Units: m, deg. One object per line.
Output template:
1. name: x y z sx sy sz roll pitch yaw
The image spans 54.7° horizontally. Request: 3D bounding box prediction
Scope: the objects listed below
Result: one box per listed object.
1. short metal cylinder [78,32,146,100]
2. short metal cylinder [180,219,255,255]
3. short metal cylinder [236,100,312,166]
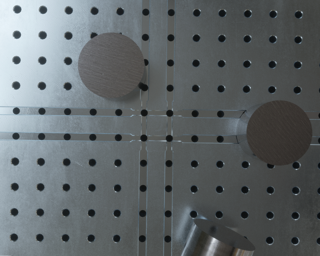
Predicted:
1. short metal cylinder: -0.059 -0.076 0.400 0.081 0.050 0.079 0 90 0
2. short metal cylinder: 0.071 0.155 0.386 0.080 0.080 0.050 22 90 0
3. short metal cylinder: 0.146 0.006 0.402 0.081 0.050 0.079 0 90 0
